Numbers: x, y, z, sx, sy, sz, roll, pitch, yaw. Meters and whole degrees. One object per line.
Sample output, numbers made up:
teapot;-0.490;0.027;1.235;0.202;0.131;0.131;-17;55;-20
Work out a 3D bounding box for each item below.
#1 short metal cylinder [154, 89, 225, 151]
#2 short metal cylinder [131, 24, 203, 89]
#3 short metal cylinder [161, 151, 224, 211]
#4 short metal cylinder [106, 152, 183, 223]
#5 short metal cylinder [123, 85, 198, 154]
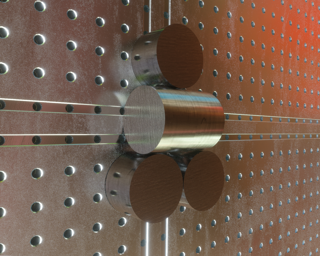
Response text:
short metal cylinder;0.037;-0.010;0.407;0.050;0.080;0.079;1;90;-40
short metal cylinder;0.010;-0.089;0.403;0.081;0.050;0.079;0;90;-40
short metal cylinder;0.044;0.070;0.430;0.081;0.050;0.079;0;90;-40
short metal cylinder;-0.018;0.070;0.378;0.081;0.050;0.079;0;90;-40
short metal cylinder;-0.001;-0.010;0.375;0.050;0.080;0.079;1;90;-40
